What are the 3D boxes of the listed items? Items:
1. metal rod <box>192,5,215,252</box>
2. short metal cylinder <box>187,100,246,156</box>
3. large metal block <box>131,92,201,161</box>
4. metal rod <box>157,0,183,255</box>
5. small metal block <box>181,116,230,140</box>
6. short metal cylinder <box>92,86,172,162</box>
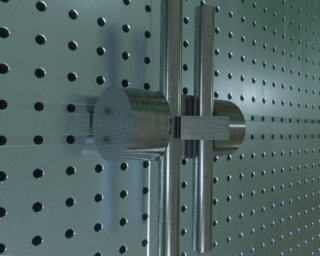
[{"bbox_3d":[0.054,0.000,0.385,0.025,0.025,0.298,1,89,-40],"label":"metal rod"},{"bbox_3d":[0.069,0.000,0.426,0.050,0.080,0.079,1,90,-39],"label":"short metal cylinder"},{"bbox_3d":[0.008,-0.002,0.395,0.081,0.050,0.079,1,90,-40],"label":"large metal block"},{"bbox_3d":[0.011,0.002,0.350,0.025,0.025,0.298,1,89,-40],"label":"metal rod"},{"bbox_3d":[0.049,0.000,0.348,0.050,0.050,0.025,1,90,4],"label":"small metal block"},{"bbox_3d":[-0.033,-0.004,0.342,0.050,0.080,0.079,2,89,-40],"label":"short metal cylinder"}]
